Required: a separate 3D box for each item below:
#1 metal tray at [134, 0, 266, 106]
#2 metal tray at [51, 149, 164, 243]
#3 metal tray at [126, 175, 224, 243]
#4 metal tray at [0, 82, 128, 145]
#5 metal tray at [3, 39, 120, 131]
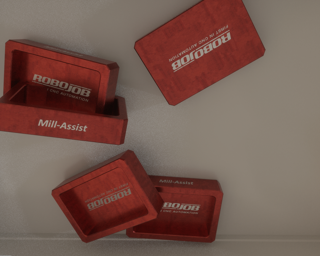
[{"bbox_3d":[0.046,-0.097,0.373,0.130,0.030,0.090,-29,108,10],"label":"metal tray"},{"bbox_3d":[-0.072,0.095,0.418,0.130,0.030,0.090,-27,98,23],"label":"metal tray"},{"bbox_3d":[0.019,0.118,0.451,0.131,0.030,0.089,4,110,-2],"label":"metal tray"},{"bbox_3d":[-0.106,-0.019,0.358,0.131,0.090,0.030,8,110,-12],"label":"metal tray"},{"bbox_3d":[-0.121,-0.048,0.373,0.131,0.030,0.089,16,110,9],"label":"metal tray"}]
